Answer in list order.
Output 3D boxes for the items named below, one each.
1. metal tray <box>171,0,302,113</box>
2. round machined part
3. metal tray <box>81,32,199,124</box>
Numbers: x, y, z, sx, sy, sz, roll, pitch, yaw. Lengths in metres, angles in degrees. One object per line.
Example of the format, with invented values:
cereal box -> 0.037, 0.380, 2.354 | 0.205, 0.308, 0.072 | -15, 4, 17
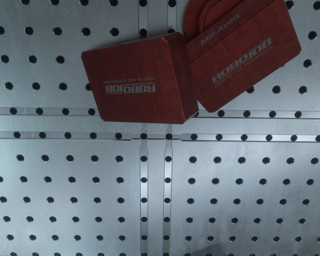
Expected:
metal tray -> 0.087, -0.083, 0.356 | 0.130, 0.030, 0.090 | -35, 137, 14
round machined part -> 0.077, -0.121, 0.360 | 0.099, 0.042, 0.097 | 0, 110, 0
metal tray -> -0.026, -0.052, 0.353 | 0.130, 0.030, 0.089 | 3, 116, 39
